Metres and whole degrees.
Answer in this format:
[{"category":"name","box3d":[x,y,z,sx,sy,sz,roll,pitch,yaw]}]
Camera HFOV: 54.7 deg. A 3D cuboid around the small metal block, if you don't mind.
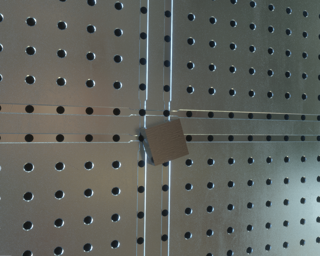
[{"category":"small metal block","box3d":[0.006,0.018,0.416,0.050,0.025,0.050,-17,96,-20]}]
